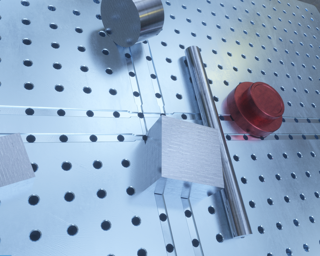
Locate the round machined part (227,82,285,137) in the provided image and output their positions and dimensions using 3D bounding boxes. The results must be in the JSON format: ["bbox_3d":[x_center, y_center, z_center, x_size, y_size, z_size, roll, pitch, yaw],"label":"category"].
[{"bbox_3d":[0.164,-0.037,0.511,0.099,0.042,0.098,14,56,-21],"label":"round machined part"}]

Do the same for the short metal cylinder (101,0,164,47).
[{"bbox_3d":[-0.041,-0.165,0.453,0.080,0.080,0.050,50,51,6],"label":"short metal cylinder"}]

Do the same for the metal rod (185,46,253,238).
[{"bbox_3d":[0.078,0.002,0.450,0.025,0.025,0.299,4,60,-27],"label":"metal rod"}]

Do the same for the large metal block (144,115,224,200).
[{"bbox_3d":[0.028,0.039,0.385,0.081,0.050,0.080,14,56,-21],"label":"large metal block"}]

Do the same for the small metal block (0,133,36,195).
[{"bbox_3d":[-0.157,0.037,0.302,0.050,0.025,0.050,-15,70,-35],"label":"small metal block"}]
